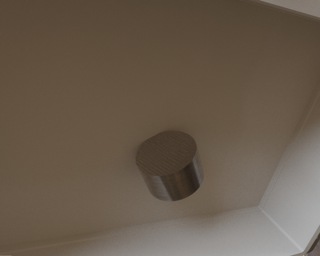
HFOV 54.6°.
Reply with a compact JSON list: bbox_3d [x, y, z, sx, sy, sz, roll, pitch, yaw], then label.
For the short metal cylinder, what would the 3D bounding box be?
[{"bbox_3d":[0.014,0.049,0.410,0.080,0.080,0.050,-28,128,-11],"label":"short metal cylinder"}]
